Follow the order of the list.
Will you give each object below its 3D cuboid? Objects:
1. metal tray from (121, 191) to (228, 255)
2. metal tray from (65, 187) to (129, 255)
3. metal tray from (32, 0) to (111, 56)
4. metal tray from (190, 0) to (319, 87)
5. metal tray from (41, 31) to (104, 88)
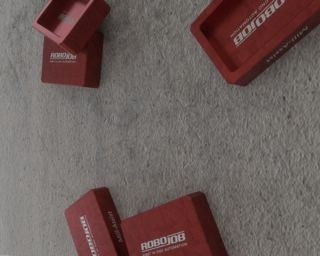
[{"bbox_3d":[0.013,0.143,0.391,0.130,0.030,0.090,-31,71,35],"label":"metal tray"},{"bbox_3d":[-0.095,0.169,0.481,0.090,0.030,0.130,-40,66,33],"label":"metal tray"},{"bbox_3d":[-0.143,-0.174,0.487,0.130,0.030,0.090,36,89,42],"label":"metal tray"},{"bbox_3d":[0.102,-0.117,0.316,0.129,0.030,0.090,-43,64,31],"label":"metal tray"},{"bbox_3d":[-0.153,-0.117,0.528,0.130,0.030,0.089,10,97,39],"label":"metal tray"}]
